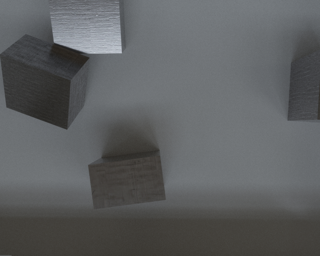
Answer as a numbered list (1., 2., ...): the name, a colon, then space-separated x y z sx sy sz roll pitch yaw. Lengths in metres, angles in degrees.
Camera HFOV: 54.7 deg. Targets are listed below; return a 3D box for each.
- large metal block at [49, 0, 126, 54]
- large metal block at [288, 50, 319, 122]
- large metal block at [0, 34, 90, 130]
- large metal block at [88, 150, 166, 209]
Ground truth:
1. large metal block: -0.087 -0.136 0.385 0.081 0.050 0.079 -1 111 -1
2. large metal block: 0.203 -0.048 0.387 0.050 0.080 0.079 3 90 0
3. large metal block: -0.137 -0.054 0.376 0.080 0.050 0.079 20 134 -1
4. large metal block: -0.037 0.060 0.384 0.081 0.080 0.050 -7 90 0
